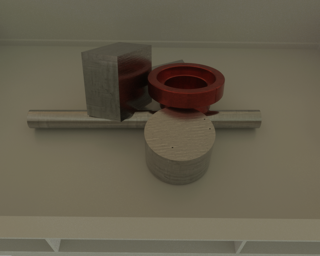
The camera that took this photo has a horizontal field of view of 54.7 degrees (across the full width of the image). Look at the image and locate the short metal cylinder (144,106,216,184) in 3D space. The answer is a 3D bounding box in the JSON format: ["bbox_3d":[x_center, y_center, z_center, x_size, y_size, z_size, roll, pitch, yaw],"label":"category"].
[{"bbox_3d":[0.022,0.020,0.369,0.081,0.050,0.080,0,50,0],"label":"short metal cylinder"}]

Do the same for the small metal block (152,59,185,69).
[{"bbox_3d":[0.020,-0.073,0.466,0.050,0.025,0.050,-16,52,-14],"label":"small metal block"}]

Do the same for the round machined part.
[{"bbox_3d":[0.034,-0.049,0.408,0.099,0.042,0.098,0,33,0],"label":"round machined part"}]

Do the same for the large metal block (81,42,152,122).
[{"bbox_3d":[-0.052,-0.063,0.401,0.050,0.079,0.080,12,27,24],"label":"large metal block"}]

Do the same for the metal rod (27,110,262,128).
[{"bbox_3d":[-0.019,-0.012,0.411,0.302,0.025,0.025,0,50,-1],"label":"metal rod"}]
